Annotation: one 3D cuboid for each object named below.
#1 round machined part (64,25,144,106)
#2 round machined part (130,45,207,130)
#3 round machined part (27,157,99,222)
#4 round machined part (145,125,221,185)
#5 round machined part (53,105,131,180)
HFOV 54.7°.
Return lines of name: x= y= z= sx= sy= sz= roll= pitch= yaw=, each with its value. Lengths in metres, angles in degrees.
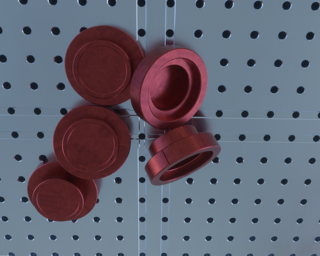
round machined part: x=-0.067 y=-0.074 z=0.376 sx=0.099 sy=0.042 sz=0.097 roll=0 pitch=110 yaw=-1
round machined part: x=0.006 y=-0.050 z=0.370 sx=0.099 sy=0.042 sz=0.097 roll=-18 pitch=122 yaw=-31
round machined part: x=-0.138 y=0.092 z=0.436 sx=0.099 sy=0.042 sz=0.097 roll=0 pitch=110 yaw=-1
round machined part: x=0.025 y=0.032 z=0.397 sx=0.098 sy=0.098 sz=0.042 roll=-32 pitch=68 yaw=11
round machined part: x=-0.087 y=0.019 z=0.397 sx=0.099 sy=0.042 sz=0.097 roll=-1 pitch=97 yaw=-8
